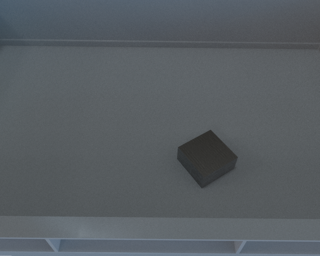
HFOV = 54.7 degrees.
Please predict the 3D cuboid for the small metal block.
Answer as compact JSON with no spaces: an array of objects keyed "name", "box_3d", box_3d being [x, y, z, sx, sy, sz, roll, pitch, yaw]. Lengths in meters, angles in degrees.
[{"name":"small metal block","box_3d":[0.056,0.036,0.375,0.050,0.025,0.050,-27,55,-21]}]
